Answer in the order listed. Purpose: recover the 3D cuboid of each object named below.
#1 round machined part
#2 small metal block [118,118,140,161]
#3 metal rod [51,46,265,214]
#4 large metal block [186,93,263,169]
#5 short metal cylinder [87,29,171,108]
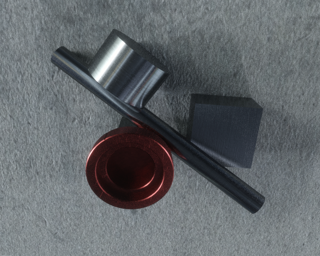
[{"bbox_3d":[-0.034,0.043,0.365,0.099,0.042,0.097,0,112,-1],"label":"round machined part"},{"bbox_3d":[-0.038,0.016,0.404,0.025,0.050,0.050,-2,110,0],"label":"small metal block"},{"bbox_3d":[-0.004,0.001,0.372,0.301,0.025,0.025,37,106,2],"label":"metal rod"},{"bbox_3d":[0.078,0.003,0.400,0.081,0.050,0.079,4,110,-2],"label":"large metal block"},{"bbox_3d":[-0.035,-0.068,0.356,0.080,0.080,0.050,36,106,-13],"label":"short metal cylinder"}]
